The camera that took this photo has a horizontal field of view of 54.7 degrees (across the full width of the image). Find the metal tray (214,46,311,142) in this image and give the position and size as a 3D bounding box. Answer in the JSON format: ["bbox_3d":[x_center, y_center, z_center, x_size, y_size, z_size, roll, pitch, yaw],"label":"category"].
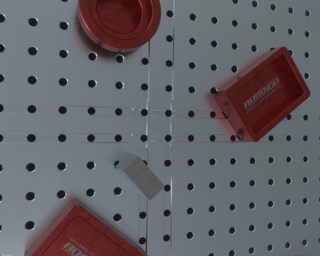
[{"bbox_3d":[0.157,-0.051,0.467,0.131,0.030,0.090,-37,102,-16],"label":"metal tray"}]

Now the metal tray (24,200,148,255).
[{"bbox_3d":[-0.084,0.163,0.378,0.130,0.030,0.090,43,76,-15],"label":"metal tray"}]

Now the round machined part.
[{"bbox_3d":[-0.052,-0.142,0.384,0.099,0.042,0.097,0,90,-20],"label":"round machined part"}]

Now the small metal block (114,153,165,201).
[{"bbox_3d":[-0.027,0.060,0.389,0.025,0.050,0.050,-43,104,-15],"label":"small metal block"}]
